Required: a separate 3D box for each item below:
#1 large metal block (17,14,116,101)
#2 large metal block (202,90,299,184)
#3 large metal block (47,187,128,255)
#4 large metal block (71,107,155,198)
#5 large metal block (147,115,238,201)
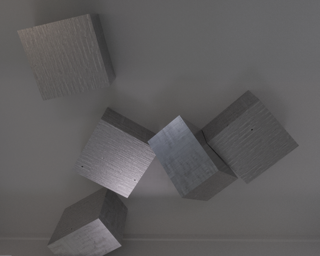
[{"bbox_3d":[-0.105,-0.085,0.366,0.080,0.050,0.080,-12,110,4],"label":"large metal block"},{"bbox_3d":[0.114,0.011,0.403,0.080,0.050,0.080,-41,105,13],"label":"large metal block"},{"bbox_3d":[-0.096,0.136,0.431,0.080,0.080,0.050,-30,108,10],"label":"large metal block"},{"bbox_3d":[-0.056,0.032,0.409,0.080,0.050,0.080,29,107,-11],"label":"large metal block"},{"bbox_3d":[0.042,0.040,0.379,0.050,0.080,0.080,-40,61,13],"label":"large metal block"}]
